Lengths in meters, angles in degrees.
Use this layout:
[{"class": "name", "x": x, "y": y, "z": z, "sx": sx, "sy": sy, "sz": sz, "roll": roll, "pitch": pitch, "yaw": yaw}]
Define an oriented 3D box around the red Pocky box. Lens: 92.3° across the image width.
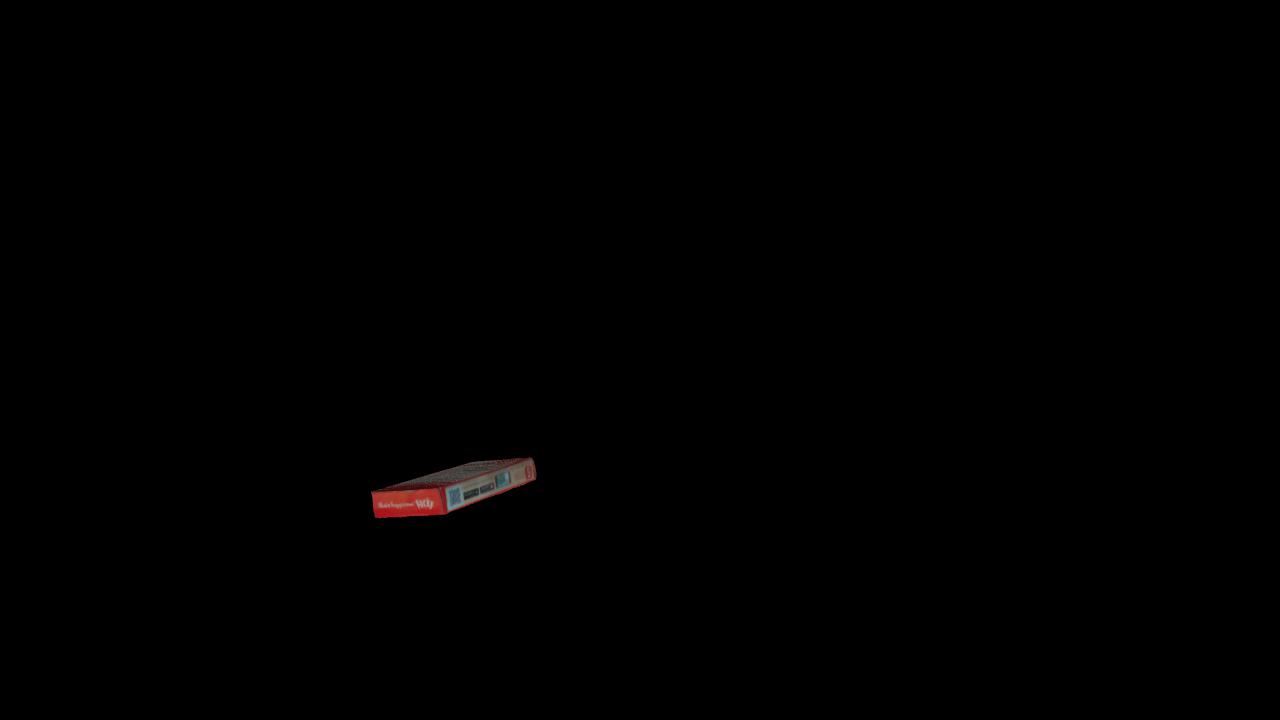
[{"class": "red Pocky box", "x": -0.180, "y": 0.125, "z": 0.616, "sx": 0.083, "sy": 0.028, "sz": 0.155, "roll": -7, "pitch": -1, "yaw": 22}]
